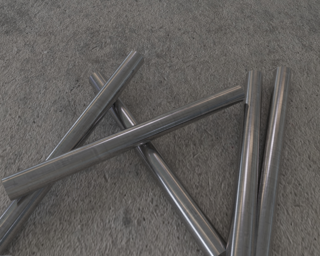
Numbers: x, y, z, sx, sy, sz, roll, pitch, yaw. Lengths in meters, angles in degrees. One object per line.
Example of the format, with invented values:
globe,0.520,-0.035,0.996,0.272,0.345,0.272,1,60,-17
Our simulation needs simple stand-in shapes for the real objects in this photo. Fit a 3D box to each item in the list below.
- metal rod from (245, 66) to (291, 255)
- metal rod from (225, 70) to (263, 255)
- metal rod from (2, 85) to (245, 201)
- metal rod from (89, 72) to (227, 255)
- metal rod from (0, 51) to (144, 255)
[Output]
metal rod,0.139,0.024,0.383,0.025,0.025,0.301,15,51,12
metal rod,0.105,0.027,0.368,0.025,0.025,0.301,11,47,9
metal rod,-0.022,0.007,0.363,0.302,0.025,0.025,-23,54,-23
metal rod,-0.018,0.025,0.381,0.025,0.025,0.300,-25,54,-19
metal rod,-0.102,0.012,0.370,0.025,0.025,0.301,22,60,17
